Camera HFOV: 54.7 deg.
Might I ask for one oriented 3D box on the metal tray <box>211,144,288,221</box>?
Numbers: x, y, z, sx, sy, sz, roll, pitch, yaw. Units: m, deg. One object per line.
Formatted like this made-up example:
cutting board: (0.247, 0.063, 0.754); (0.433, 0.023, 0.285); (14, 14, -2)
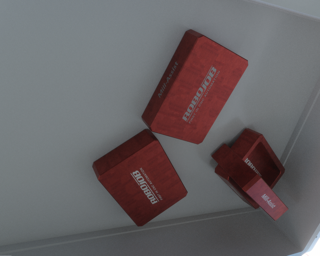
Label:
metal tray: (0.145, 0.088, 0.499); (0.030, 0.090, 0.130); (-44, 129, 4)

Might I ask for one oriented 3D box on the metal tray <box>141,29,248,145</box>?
metal tray: (0.045, -0.048, 0.400); (0.091, 0.030, 0.129); (17, 110, -35)

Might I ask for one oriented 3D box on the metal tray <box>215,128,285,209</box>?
metal tray: (0.155, 0.071, 0.521); (0.090, 0.030, 0.130); (-51, 130, -7)

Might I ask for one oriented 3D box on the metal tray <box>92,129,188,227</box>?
metal tray: (-0.023, 0.074, 0.439); (0.090, 0.030, 0.130); (-33, 129, -7)
